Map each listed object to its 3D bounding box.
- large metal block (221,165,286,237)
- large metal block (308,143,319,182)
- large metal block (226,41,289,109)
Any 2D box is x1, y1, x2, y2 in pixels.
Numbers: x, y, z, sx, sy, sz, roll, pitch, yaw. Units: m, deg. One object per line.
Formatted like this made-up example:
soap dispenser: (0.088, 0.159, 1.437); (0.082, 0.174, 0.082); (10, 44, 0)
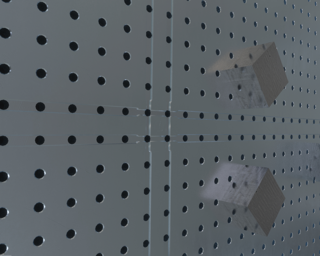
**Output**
large metal block: (0.160, 0.121, 0.526); (0.080, 0.050, 0.080); (-51, 120, -28)
large metal block: (0.392, 0.081, 0.700); (0.050, 0.080, 0.080); (27, 73, -37)
large metal block: (0.169, -0.089, 0.532); (0.080, 0.050, 0.080); (-45, 117, -31)
